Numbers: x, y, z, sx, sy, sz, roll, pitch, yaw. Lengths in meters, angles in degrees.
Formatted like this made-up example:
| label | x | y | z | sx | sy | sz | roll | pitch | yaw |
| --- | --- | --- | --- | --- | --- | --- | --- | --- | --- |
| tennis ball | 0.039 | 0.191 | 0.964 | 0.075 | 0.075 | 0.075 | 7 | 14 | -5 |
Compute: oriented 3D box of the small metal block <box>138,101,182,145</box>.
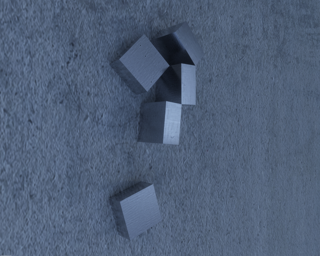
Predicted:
| label | x | y | z | sx | sy | sz | roll | pitch | yaw |
| --- | --- | --- | --- | --- | --- | --- | --- | --- | --- |
| small metal block | -0.001 | -0.006 | 0.387 | 0.025 | 0.050 | 0.050 | 8 | 85 | -40 |

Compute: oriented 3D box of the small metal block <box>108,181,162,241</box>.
| label | x | y | z | sx | sy | sz | roll | pitch | yaw |
| --- | --- | --- | --- | --- | --- | --- | --- | --- | --- |
| small metal block | -0.029 | 0.100 | 0.380 | 0.050 | 0.025 | 0.050 | -21 | 104 | -38 |

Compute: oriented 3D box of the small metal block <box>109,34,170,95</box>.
| label | x | y | z | sx | sy | sz | roll | pitch | yaw |
| --- | --- | --- | --- | --- | --- | --- | --- | --- | --- |
| small metal block | -0.024 | -0.077 | 0.380 | 0.050 | 0.025 | 0.050 | 48 | 61 | -22 |

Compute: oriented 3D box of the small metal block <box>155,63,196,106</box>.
| label | x | y | z | sx | sy | sz | roll | pitch | yaw |
| --- | --- | --- | --- | --- | --- | --- | --- | --- | --- |
| small metal block | 0.020 | -0.054 | 0.404 | 0.025 | 0.050 | 0.050 | -1 | 91 | -40 |

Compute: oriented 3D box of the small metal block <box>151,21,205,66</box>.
| label | x | y | z | sx | sy | sz | roll | pitch | yaw |
| --- | --- | --- | --- | --- | --- | --- | --- | --- | --- |
| small metal block | 0.022 | -0.106 | 0.407 | 0.025 | 0.050 | 0.050 | -51 | 120 | -28 |
